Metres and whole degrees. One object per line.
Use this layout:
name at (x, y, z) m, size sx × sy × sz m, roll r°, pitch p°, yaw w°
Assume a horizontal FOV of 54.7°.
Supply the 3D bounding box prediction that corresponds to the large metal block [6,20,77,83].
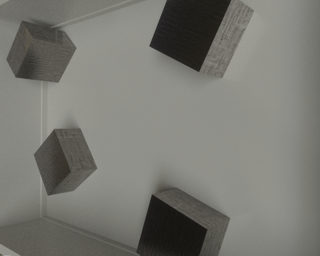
large metal block at (-0.208, -0.130, 0.543) m, size 0.080 × 0.081 × 0.050 m, roll -52°, pitch 60°, yaw 27°

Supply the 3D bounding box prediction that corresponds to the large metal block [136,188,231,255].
large metal block at (0.026, 0.129, 0.369) m, size 0.080 × 0.050 × 0.079 m, roll 24°, pitch 105°, yaw 37°

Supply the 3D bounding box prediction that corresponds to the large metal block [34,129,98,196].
large metal block at (-0.162, 0.056, 0.524) m, size 0.080 × 0.050 × 0.080 m, roll -42°, pitch 65°, yaw 32°

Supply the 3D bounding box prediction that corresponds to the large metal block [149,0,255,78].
large metal block at (0.045, -0.113, 0.353) m, size 0.080 × 0.050 × 0.079 m, roll 36°, pitch 112°, yaw 34°
